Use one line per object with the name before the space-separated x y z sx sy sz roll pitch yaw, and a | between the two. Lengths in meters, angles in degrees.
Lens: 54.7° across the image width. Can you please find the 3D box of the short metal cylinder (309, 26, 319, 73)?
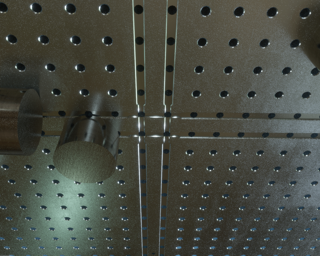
short metal cylinder | 0.210 -0.081 0.329 0.081 0.050 0.079 -1 130 0

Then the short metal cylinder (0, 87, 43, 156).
short metal cylinder | -0.178 -0.008 0.366 0.050 0.080 0.079 3 130 -3

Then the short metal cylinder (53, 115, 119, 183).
short metal cylinder | -0.097 0.030 0.419 0.081 0.050 0.079 0 130 0
